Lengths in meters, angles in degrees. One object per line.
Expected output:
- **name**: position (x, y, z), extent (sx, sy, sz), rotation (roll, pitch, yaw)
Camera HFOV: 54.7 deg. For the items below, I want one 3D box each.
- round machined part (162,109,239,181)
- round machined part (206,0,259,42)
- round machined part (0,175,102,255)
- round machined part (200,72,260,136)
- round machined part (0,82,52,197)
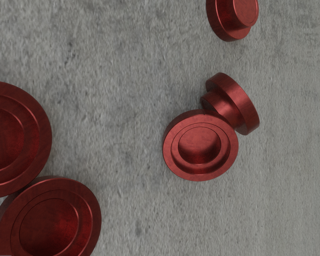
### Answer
- **round machined part**: position (0.052, 0.020, 0.417), extent (0.099, 0.042, 0.097), rotation (-1, 114, -1)
- **round machined part**: position (0.122, -0.192, 0.499), extent (0.099, 0.042, 0.097), rotation (0, 90, -40)
- **round machined part**: position (-0.111, 0.095, 0.302), extent (0.099, 0.042, 0.097), rotation (0, 90, -40)
- **round machined part**: position (0.095, -0.028, 0.448), extent (0.042, 0.098, 0.098), rotation (-35, 115, -3)
- **round machined part**: position (-0.150, 0.010, 0.269), extent (0.099, 0.042, 0.097), rotation (0, 90, -40)
